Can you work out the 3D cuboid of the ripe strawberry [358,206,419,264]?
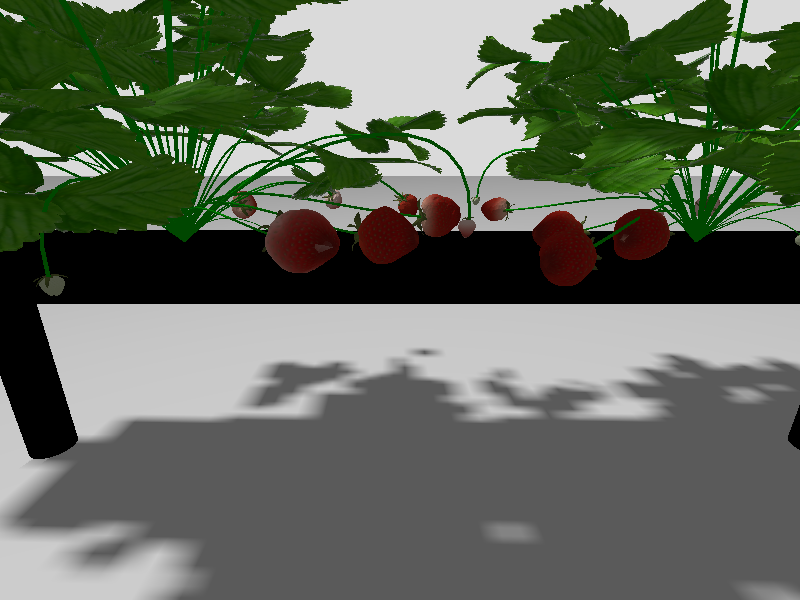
[{"bbox_3d":[-0.007,-0.043,0.272,0.040,0.039,0.037,8,20,22],"label":"ripe strawberry"}]

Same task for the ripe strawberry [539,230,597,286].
[{"bbox_3d":[0.089,-0.022,0.221,0.033,0.032,0.030,-15,24,-35],"label":"ripe strawberry"}]

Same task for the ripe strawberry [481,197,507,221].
[{"bbox_3d":[0.111,-0.106,0.468,0.031,0.027,0.031,15,24,38],"label":"ripe strawberry"}]

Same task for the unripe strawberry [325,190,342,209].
[{"bbox_3d":[-0.096,-0.146,0.589,0.025,0.028,0.027,7,-20,19],"label":"unripe strawberry"}]

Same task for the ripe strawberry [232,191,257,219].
[{"bbox_3d":[-0.191,-0.118,0.495,0.029,0.033,0.032,0,18,-1],"label":"ripe strawberry"}]

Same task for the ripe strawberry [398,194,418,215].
[{"bbox_3d":[0.012,-0.122,0.523,0.027,0.029,0.030,19,-14,44],"label":"ripe strawberry"}]

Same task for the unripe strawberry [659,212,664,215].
[{"bbox_3d":[0.318,-0.105,0.491,0.009,0.010,0.011,7,20,20],"label":"unripe strawberry"}]

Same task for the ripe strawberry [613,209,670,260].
[{"bbox_3d":[0.168,-0.045,0.283,0.037,0.037,0.035,-14,23,-34],"label":"ripe strawberry"}]

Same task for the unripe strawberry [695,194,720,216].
[{"bbox_3d":[0.385,-0.118,0.502,0.026,0.030,0.028,14,23,35],"label":"unripe strawberry"}]

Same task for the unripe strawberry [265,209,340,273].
[{"bbox_3d":[-0.056,-0.034,0.239,0.039,0.039,0.043,16,24,37],"label":"unripe strawberry"}]

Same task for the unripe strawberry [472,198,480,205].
[{"bbox_3d":[0.094,-0.123,0.498,0.010,0.010,0.009,17,25,41],"label":"unripe strawberry"}]

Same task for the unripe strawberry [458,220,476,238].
[{"bbox_3d":[0.056,-0.059,0.333,0.015,0.015,0.014,1,19,3],"label":"unripe strawberry"}]

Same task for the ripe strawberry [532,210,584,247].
[{"bbox_3d":[0.116,-0.050,0.297,0.036,0.031,0.036,-7,20,-18],"label":"ripe strawberry"}]

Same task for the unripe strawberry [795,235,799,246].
[{"bbox_3d":[0.346,-0.051,0.344,0.010,0.010,0.009,2,19,5],"label":"unripe strawberry"}]

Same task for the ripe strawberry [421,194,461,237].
[{"bbox_3d":[0.037,-0.077,0.366,0.037,0.039,0.034,-1,19,-5],"label":"ripe strawberry"}]

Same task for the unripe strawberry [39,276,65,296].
[{"bbox_3d":[-0.169,-0.007,0.195,0.009,0.010,0.010,-2,19,-7],"label":"unripe strawberry"}]
